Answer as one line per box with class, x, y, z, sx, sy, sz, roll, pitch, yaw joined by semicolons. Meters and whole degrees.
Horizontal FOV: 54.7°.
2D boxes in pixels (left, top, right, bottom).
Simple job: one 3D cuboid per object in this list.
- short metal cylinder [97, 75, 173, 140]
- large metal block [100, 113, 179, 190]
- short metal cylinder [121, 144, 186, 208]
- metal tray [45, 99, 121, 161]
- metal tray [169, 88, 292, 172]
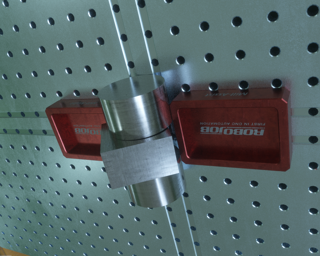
short metal cylinder;-0.029;-0.027;0.374;0.080;0.080;0.050;2;119;27
large metal block;-0.027;0.024;0.386;0.080;0.080;0.050;-13;116;-4
short metal cylinder;-0.008;0.061;0.417;0.080;0.080;0.050;2;119;27
metal tray;-0.100;0.004;0.463;0.130;0.030;0.089;1;119;27
metal tray;0.083;0.002;0.365;0.130;0.030;0.089;1;119;27
